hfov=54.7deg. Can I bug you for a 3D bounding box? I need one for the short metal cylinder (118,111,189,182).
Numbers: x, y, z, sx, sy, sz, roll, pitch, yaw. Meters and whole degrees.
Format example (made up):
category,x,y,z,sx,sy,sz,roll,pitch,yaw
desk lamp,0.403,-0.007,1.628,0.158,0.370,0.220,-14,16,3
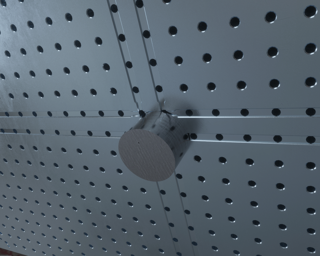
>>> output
category,x,y,z,sx,sy,sz,roll,pitch,yaw
short metal cylinder,-0.008,0.024,0.413,0.080,0.050,0.079,13,124,20
